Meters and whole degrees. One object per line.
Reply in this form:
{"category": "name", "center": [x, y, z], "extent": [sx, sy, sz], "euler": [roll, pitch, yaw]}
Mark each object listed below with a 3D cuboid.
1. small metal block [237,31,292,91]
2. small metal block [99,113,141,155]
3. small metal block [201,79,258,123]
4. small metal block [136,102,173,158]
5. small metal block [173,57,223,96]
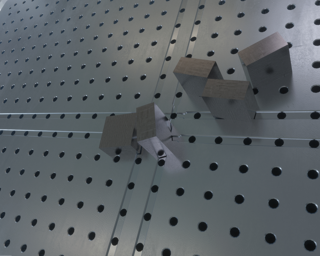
{"category": "small metal block", "center": [0.127, -0.079, 0.374], "extent": [0.050, 0.050, 0.025], "euler": [-27, 52, 11]}
{"category": "small metal block", "center": [-0.052, 0.009, 0.431], "extent": [0.050, 0.025, 0.050], "euler": [-6, 59, 25]}
{"category": "small metal block", "center": [0.084, -0.032, 0.369], "extent": [0.050, 0.050, 0.025], "euler": [9, 67, 32]}
{"category": "small metal block", "center": [-0.007, 0.004, 0.394], "extent": [0.025, 0.050, 0.050], "euler": [-17, 55, 19]}
{"category": "small metal block", "center": [0.052, -0.065, 0.405], "extent": [0.050, 0.050, 0.025], "euler": [16, 71, 34]}
